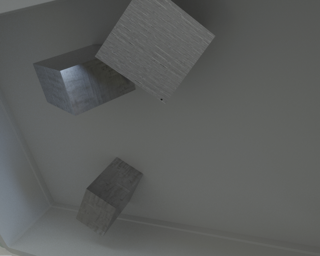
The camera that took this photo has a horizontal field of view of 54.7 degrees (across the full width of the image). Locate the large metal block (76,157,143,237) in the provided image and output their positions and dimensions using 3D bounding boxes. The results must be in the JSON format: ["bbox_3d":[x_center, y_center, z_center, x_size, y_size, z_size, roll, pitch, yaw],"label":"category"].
[{"bbox_3d":[-0.078,0.106,0.479,0.050,0.080,0.079,32,129,7],"label":"large metal block"}]

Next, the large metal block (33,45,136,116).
[{"bbox_3d":[-0.089,-0.061,0.366,0.080,0.081,0.050,21,131,47],"label":"large metal block"}]

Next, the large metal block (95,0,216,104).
[{"bbox_3d":[-0.007,-0.084,0.310,0.080,0.050,0.080,33,102,-16],"label":"large metal block"}]
